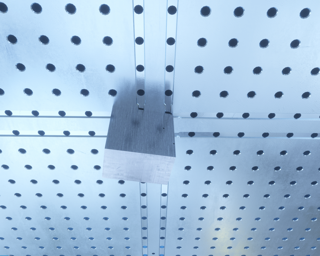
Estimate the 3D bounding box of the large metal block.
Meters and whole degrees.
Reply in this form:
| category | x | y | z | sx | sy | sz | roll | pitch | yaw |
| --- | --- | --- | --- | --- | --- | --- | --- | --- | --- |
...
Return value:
| category | x | y | z | sx | sy | sz | roll | pitch | yaw |
| --- | --- | --- | --- | --- | --- | --- | --- | --- | --- |
| large metal block | -0.026 | 0.021 | 0.393 | 0.081 | 0.080 | 0.050 | 8 | 130 | -7 |
